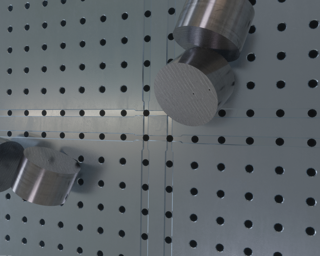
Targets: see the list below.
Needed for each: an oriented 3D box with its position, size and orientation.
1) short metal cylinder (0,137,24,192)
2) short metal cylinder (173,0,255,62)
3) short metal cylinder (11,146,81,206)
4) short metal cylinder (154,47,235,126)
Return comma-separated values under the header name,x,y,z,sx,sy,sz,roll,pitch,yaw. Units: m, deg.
name,x,y,z,sx,sy,sz,roll,pitch,yaw
short metal cylinder,-0.255,0.053,0.474,0.050,0.080,0.080,14,95,19
short metal cylinder,0.061,-0.117,0.357,0.080,0.080,0.050,19,83,19
short metal cylinder,-0.161,0.067,0.440,0.080,0.080,0.050,28,99,18
short metal cylinder,0.040,-0.049,0.365,0.080,0.050,0.079,20,132,24
